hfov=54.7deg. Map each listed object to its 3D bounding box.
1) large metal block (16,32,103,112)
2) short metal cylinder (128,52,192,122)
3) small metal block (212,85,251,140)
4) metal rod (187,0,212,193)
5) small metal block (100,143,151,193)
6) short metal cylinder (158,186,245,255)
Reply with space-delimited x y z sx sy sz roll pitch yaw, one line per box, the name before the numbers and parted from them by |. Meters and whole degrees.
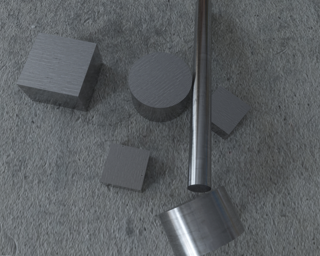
large metal block | -0.131 -0.075 0.421 0.080 0.050 0.080 12 70 4
short metal cylinder | 0.000 -0.054 0.415 0.081 0.050 0.080 0 70 0
small metal block | 0.084 -0.020 0.416 0.050 0.025 0.050 38 74 12
metal rod | 0.054 -0.064 0.402 0.025 0.025 0.300 5 59 2
small metal block | -0.042 0.051 0.389 0.050 0.025 0.050 12 70 4
short metal cylinder | 0.044 0.103 0.340 0.080 0.080 0.050 -22 77 -8
